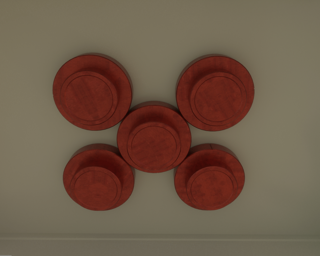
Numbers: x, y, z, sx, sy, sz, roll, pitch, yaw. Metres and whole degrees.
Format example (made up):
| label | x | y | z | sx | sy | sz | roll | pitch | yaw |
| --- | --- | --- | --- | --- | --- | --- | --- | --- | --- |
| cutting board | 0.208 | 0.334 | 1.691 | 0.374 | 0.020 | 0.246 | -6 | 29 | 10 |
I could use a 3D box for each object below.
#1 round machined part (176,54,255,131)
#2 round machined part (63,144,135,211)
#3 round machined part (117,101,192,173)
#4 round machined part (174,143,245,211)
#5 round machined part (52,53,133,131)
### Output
| label | x | y | z | sx | sy | sz | roll | pitch | yaw |
| --- | --- | --- | --- | --- | --- | --- | --- | --- | --- |
| round machined part | 0.069 | -0.041 | 0.387 | 0.099 | 0.042 | 0.097 | 0 | 110 | -1 |
| round machined part | -0.085 | 0.074 | 0.427 | 0.099 | 0.042 | 0.097 | 0 | 110 | -1 |
| round machined part | -0.008 | 0.017 | 0.406 | 0.099 | 0.042 | 0.097 | 0 | 110 | -1 |
| round machined part | 0.069 | 0.074 | 0.429 | 0.099 | 0.042 | 0.097 | 0 | 110 | -1 |
| round machined part | -0.084 | -0.042 | 0.384 | 0.099 | 0.042 | 0.097 | 0 | 110 | -1 |
